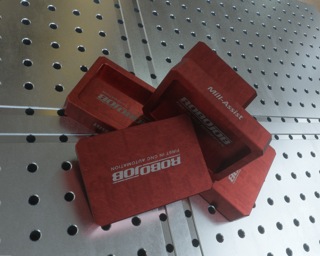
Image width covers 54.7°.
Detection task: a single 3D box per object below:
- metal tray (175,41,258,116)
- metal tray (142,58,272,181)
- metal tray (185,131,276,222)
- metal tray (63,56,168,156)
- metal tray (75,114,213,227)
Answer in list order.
[{"bbox_3d":[0.061,-0.049,0.406,0.090,0.130,0.030,43,79,1],"label":"metal tray"},{"bbox_3d":[0.049,-0.006,0.359,0.130,0.090,0.030,44,51,1],"label":"metal tray"},{"bbox_3d":[0.101,0.050,0.429,0.090,0.030,0.131,42,51,0],"label":"metal tray"},{"bbox_3d":[-0.043,-0.025,0.398,0.130,0.030,0.090,31,51,-8],"label":"metal tray"},{"bbox_3d":[-0.017,0.043,0.340,0.131,0.030,0.090,-14,79,-19],"label":"metal tray"}]
